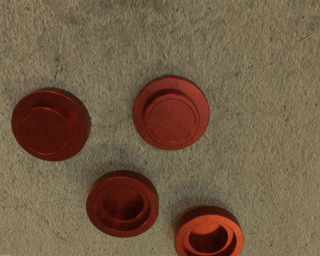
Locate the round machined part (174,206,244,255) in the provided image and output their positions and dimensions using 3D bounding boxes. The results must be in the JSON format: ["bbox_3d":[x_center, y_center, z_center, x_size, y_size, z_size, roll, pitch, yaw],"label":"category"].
[{"bbox_3d":[0.070,0.156,0.459,0.099,0.042,0.097,0,110,0],"label":"round machined part"}]

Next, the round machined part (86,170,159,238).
[{"bbox_3d":[-0.051,0.102,0.438,0.099,0.042,0.097,0,110,0],"label":"round machined part"}]

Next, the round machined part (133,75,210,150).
[{"bbox_3d":[0.014,-0.015,0.395,0.099,0.042,0.097,0,110,0],"label":"round machined part"}]

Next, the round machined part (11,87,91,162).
[{"bbox_3d":[-0.143,0.000,0.399,0.099,0.042,0.097,0,110,0],"label":"round machined part"}]
